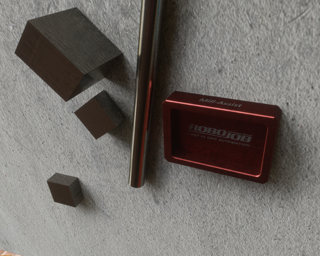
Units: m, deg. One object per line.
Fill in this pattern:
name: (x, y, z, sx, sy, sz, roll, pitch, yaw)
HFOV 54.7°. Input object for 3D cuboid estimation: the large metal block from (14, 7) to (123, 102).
large metal block: (-0.106, -0.090, 0.370, 0.080, 0.080, 0.050, 44, 129, -3)

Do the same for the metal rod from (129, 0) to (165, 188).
metal rod: (-0.020, -0.039, 0.391, 0.025, 0.025, 0.298, 19, 126, 16)

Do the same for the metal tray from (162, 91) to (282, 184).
metal tray: (0.069, 0.010, 0.372, 0.130, 0.030, 0.089, 11, 123, 21)

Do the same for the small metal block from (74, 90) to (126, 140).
small metal block: (-0.085, -0.018, 0.439, 0.050, 0.025, 0.050, -30, 102, 37)

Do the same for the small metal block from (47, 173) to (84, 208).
small metal block: (-0.172, 0.113, 0.565, 0.050, 0.025, 0.050, 7, 122, 24)
